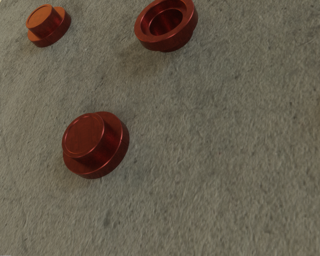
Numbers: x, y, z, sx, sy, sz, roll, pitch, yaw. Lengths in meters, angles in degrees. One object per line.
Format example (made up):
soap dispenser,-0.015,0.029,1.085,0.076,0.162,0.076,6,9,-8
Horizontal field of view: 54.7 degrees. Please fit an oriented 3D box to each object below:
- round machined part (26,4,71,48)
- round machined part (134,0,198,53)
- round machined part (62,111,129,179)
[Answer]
round machined part,-0.241,-0.221,0.651,0.098,0.042,0.098,-13,56,20
round machined part,0.013,-0.157,0.481,0.098,0.042,0.098,-13,56,20
round machined part,-0.096,0.018,0.430,0.098,0.042,0.098,-13,56,20
